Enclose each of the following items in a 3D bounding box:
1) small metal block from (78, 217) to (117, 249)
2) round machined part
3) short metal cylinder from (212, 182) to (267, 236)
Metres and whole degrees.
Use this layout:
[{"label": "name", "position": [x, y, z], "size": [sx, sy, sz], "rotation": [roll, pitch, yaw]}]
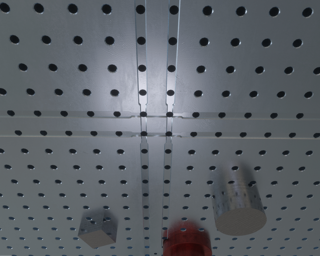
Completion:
[{"label": "small metal block", "position": [-0.116, 0.197, 0.578], "size": [0.050, 0.025, 0.050], "rotation": [-19, 128, 15]}, {"label": "round machined part", "position": [0.055, 0.254, 0.618], "size": [0.099, 0.042, 0.097], "rotation": [0, 130, 0]}, {"label": "short metal cylinder", "position": [0.129, 0.134, 0.511], "size": [0.081, 0.050, 0.079], "rotation": [0, 130, 0]}]
